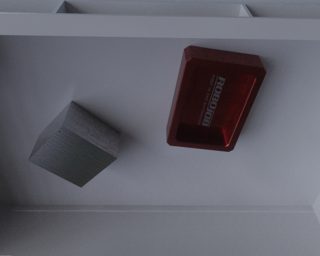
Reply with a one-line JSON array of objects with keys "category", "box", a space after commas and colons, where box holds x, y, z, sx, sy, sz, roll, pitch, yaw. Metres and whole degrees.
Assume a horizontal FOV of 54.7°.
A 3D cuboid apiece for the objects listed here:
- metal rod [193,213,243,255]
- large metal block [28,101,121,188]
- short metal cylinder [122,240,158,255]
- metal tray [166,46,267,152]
[{"category": "metal rod", "box": [0.083, 0.268, 0.641, 0.025, 0.025, 0.298, 16, 128, -14]}, {"category": "large metal block", "box": [-0.111, 0.024, 0.411, 0.080, 0.050, 0.080, 36, 121, -27]}, {"category": "short metal cylinder", "box": [-0.042, 0.264, 0.600, 0.050, 0.080, 0.079, 17, 128, -14]}, {"category": "metal tray", "box": [0.063, -0.030, 0.381, 0.091, 0.030, 0.129, 6, 130, -6]}]
